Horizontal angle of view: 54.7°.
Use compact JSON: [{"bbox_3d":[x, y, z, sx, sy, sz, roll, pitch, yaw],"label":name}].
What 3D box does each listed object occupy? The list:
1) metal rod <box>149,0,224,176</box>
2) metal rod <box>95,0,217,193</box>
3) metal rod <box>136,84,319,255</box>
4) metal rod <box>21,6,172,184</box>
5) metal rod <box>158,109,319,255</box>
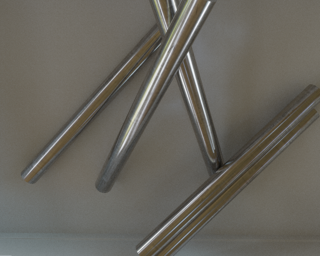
[{"bbox_3d":[0.045,-0.018,0.356,0.025,0.025,0.299,-18,128,6],"label":"metal rod"},{"bbox_3d":[-0.024,-0.012,0.342,0.025,0.025,0.298,23,133,-9],"label":"metal rod"},{"bbox_3d":[0.087,0.057,0.391,0.300,0.025,0.025,-43,105,1],"label":"metal rod"},{"bbox_3d":[-0.080,-0.033,0.398,0.025,0.025,0.299,42,105,-14],"label":"metal rod"},{"bbox_3d":[0.090,0.082,0.407,0.300,0.025,0.025,-44,105,1],"label":"metal rod"}]
